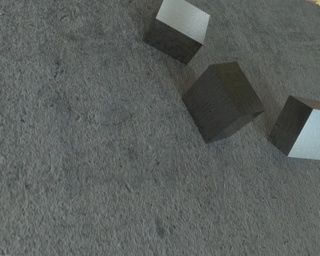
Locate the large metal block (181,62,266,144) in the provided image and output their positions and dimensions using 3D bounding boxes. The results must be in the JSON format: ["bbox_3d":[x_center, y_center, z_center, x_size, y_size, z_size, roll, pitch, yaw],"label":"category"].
[{"bbox_3d":[0.086,-0.035,0.436,0.050,0.080,0.080,-14,69,-34],"label":"large metal block"}]

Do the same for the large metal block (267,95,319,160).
[{"bbox_3d":[0.229,0.001,0.482,0.081,0.079,0.050,7,26,-25],"label":"large metal block"}]

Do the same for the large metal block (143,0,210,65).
[{"bbox_3d":[0.028,-0.162,0.501,0.080,0.050,0.080,26,53,-13],"label":"large metal block"}]
